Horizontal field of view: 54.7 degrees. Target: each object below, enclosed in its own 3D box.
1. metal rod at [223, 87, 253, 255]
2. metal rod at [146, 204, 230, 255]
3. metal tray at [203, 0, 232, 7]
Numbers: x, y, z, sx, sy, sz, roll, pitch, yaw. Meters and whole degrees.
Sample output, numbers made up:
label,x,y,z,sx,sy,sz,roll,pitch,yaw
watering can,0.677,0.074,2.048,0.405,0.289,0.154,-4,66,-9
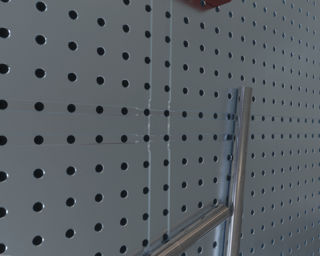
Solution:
label,x,y,z,sx,sy,sz,roll,pitch,yaw
metal rod,0.131,0.080,0.518,0.025,0.025,0.298,10,83,-40
metal rod,-0.009,0.176,0.401,0.302,0.025,0.025,-21,104,-38
metal tray,0.056,-0.245,0.452,0.131,0.030,0.089,7,85,-40
